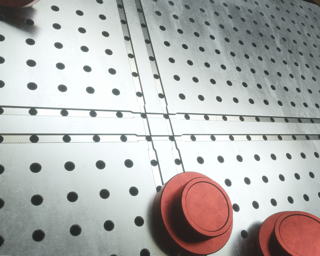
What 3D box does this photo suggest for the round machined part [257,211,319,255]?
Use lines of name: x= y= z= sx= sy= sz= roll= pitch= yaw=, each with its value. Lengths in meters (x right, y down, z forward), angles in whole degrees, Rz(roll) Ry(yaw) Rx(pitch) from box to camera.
round machined part: x=0.169 y=0.140 z=0.373 sx=0.098 sy=0.042 sz=0.098 roll=-2 pitch=39 yaw=2

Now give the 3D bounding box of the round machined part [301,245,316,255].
round machined part: x=0.209 y=0.197 z=0.388 sx=0.099 sy=0.042 sz=0.098 roll=13 pitch=56 yaw=-21

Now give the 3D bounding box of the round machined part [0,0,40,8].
round machined part: x=-0.189 y=-0.206 z=0.398 sx=0.098 sy=0.098 sz=0.042 roll=26 pitch=14 yaw=-12

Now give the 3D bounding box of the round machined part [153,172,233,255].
round machined part: x=0.045 y=0.096 z=0.362 sx=0.099 sy=0.042 sz=0.098 roll=13 pitch=56 yaw=-21
